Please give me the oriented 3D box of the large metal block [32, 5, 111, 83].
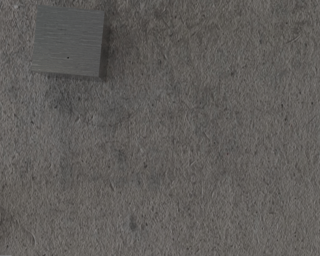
[{"bbox_3d":[-0.110,-0.105,0.396,0.081,0.050,0.080,5,90,0],"label":"large metal block"}]
